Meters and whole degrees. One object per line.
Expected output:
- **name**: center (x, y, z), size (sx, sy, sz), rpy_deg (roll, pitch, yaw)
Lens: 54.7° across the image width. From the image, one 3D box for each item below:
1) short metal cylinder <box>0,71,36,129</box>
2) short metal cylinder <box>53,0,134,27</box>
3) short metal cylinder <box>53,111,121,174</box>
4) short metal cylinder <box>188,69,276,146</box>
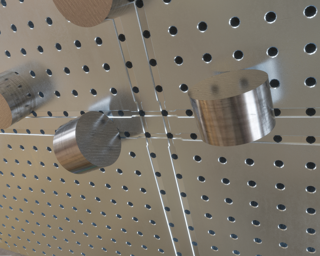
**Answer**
- **short metal cylinder**: center (-0.249, -0.045, 0.495), size (0.080, 0.050, 0.079), rpy_deg (13, 124, 20)
- **short metal cylinder**: center (-0.072, -0.155, 0.335), size (0.080, 0.050, 0.079), rpy_deg (13, 124, 20)
- **short metal cylinder**: center (-0.102, 0.021, 0.441), size (0.050, 0.080, 0.080), rpy_deg (-21, 108, 35)
- **short metal cylinder**: center (0.074, -0.023, 0.322), size (0.080, 0.080, 0.050), rpy_deg (-4, 116, 30)
